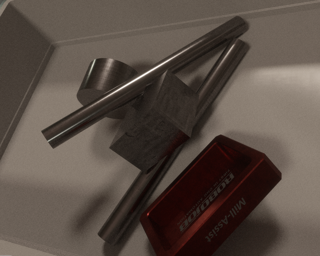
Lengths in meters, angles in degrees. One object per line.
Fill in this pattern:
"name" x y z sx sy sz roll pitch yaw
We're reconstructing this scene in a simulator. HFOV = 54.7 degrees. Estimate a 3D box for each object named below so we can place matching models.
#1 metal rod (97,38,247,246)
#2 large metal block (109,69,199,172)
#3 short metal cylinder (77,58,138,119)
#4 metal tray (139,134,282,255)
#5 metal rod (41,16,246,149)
"metal rod" 0.022 0.008 0.387 0.025 0.025 0.300 26 75 36
"large metal block" -0.005 -0.008 0.359 0.080 0.050 0.080 -40 19 36
"short metal cylinder" -0.070 -0.054 0.438 0.080 0.080 0.050 1 63 28
"metal tray" 0.044 0.070 0.307 0.130 0.030 0.090 -46 20 -4
"metal rod" -0.009 -0.066 0.397 0.302 0.025 0.025 -33 50 -15
